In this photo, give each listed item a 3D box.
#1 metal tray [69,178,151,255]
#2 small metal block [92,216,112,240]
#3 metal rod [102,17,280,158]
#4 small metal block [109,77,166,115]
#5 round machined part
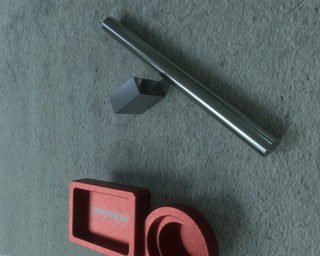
[{"bbox_3d":[-0.073,0.122,0.427,0.130,0.030,0.089,1,90,37],"label":"metal tray"},{"bbox_3d":[-0.081,0.144,0.470,0.050,0.025,0.050,-23,76,37],"label":"small metal block"},{"bbox_3d":[0.018,-0.067,0.388,0.300,0.025,0.025,43,116,31],"label":"metal rod"},{"bbox_3d":[-0.030,-0.041,0.411,0.050,0.050,0.025,-33,70,35],"label":"small metal block"},{"bbox_3d":[0.027,0.138,0.370,0.098,0.042,0.097,0,90,39],"label":"round machined part"}]
